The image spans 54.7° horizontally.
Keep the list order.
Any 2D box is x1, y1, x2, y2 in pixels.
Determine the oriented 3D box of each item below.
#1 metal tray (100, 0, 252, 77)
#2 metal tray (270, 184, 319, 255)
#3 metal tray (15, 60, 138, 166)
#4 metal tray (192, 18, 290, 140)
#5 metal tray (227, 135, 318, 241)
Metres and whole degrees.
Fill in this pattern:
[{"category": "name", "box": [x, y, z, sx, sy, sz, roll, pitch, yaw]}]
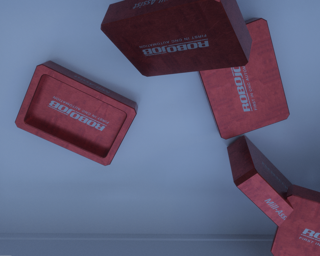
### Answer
[{"category": "metal tray", "box": [0.017, -0.096, 0.317, 0.130, 0.030, 0.090, 0, 153, 33]}, {"category": "metal tray", "box": [0.208, 0.130, 0.364, 0.130, 0.030, 0.089, 15, 111, 22]}, {"category": "metal tray", "box": [-0.106, -0.017, 0.400, 0.131, 0.030, 0.089, 26, 108, -10]}, {"category": "metal tray", "box": [0.100, -0.060, 0.388, 0.090, 0.030, 0.129, -20, 109, 6]}, {"category": "metal tray", "box": [0.145, 0.079, 0.405, 0.030, 0.090, 0.130, -41, 106, 22]}]
